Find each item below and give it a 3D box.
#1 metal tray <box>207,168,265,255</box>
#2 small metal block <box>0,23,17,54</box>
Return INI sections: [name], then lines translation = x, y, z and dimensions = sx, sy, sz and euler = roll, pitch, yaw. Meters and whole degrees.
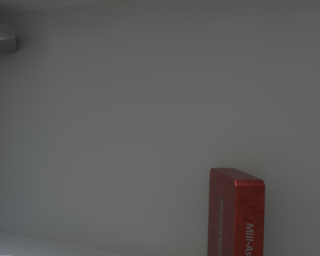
[metal tray]
translation = 0.081, 0.115, 0.345
dimensions = 0.030, 0.090, 0.129
euler = 2, 91, -7
[small metal block]
translation = -0.249, -0.135, 0.472
dimensions = 0.050, 0.050, 0.025
euler = -12, 85, -23
